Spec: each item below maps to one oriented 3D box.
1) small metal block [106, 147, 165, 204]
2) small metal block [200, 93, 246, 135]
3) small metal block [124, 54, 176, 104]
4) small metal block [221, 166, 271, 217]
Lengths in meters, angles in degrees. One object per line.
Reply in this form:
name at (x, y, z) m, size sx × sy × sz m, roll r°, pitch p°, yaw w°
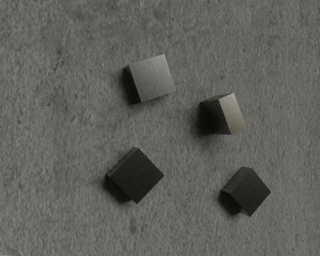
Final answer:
small metal block at (-0.032, 0.060, 0.398) m, size 0.050 × 0.025 × 0.050 m, roll -45°, pitch 104°, yaw -15°
small metal block at (0.087, -0.019, 0.429) m, size 0.025 × 0.050 × 0.050 m, roll -24°, pitch 98°, yaw -19°
small metal block at (-0.013, -0.064, 0.405) m, size 0.050 × 0.025 × 0.050 m, roll -21°, pitch 97°, yaw -19°
small metal block at (0.127, 0.093, 0.458) m, size 0.050 × 0.025 × 0.050 m, roll -44°, pitch 104°, yaw -15°
